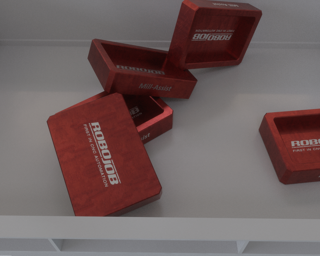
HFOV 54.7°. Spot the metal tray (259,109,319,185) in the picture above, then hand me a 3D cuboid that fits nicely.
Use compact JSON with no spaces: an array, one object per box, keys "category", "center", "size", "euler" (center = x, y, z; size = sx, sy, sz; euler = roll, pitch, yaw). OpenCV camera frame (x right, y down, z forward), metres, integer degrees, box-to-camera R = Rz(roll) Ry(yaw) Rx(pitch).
[{"category":"metal tray","center":[0.202,0.019,0.387],"size":[0.131,0.030,0.090],"euler":[-5,50,-4]}]

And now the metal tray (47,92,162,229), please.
[{"category":"metal tray","center":[-0.063,0.032,0.346],"size":[0.091,0.030,0.130],"euler":[-21,68,-8]}]

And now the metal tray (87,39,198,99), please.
[{"category":"metal tray","center":[-0.024,-0.081,0.430],"size":[0.131,0.030,0.090],"euler":[1,39,-32]}]

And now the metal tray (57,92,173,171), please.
[{"category":"metal tray","center":[-0.059,-0.009,0.408],"size":[0.131,0.030,0.090],"euler":[-29,56,-23]}]

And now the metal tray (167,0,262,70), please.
[{"category":"metal tray","center":[0.080,-0.135,0.451],"size":[0.131,0.089,0.030],"euler":[-12,45,-33]}]
